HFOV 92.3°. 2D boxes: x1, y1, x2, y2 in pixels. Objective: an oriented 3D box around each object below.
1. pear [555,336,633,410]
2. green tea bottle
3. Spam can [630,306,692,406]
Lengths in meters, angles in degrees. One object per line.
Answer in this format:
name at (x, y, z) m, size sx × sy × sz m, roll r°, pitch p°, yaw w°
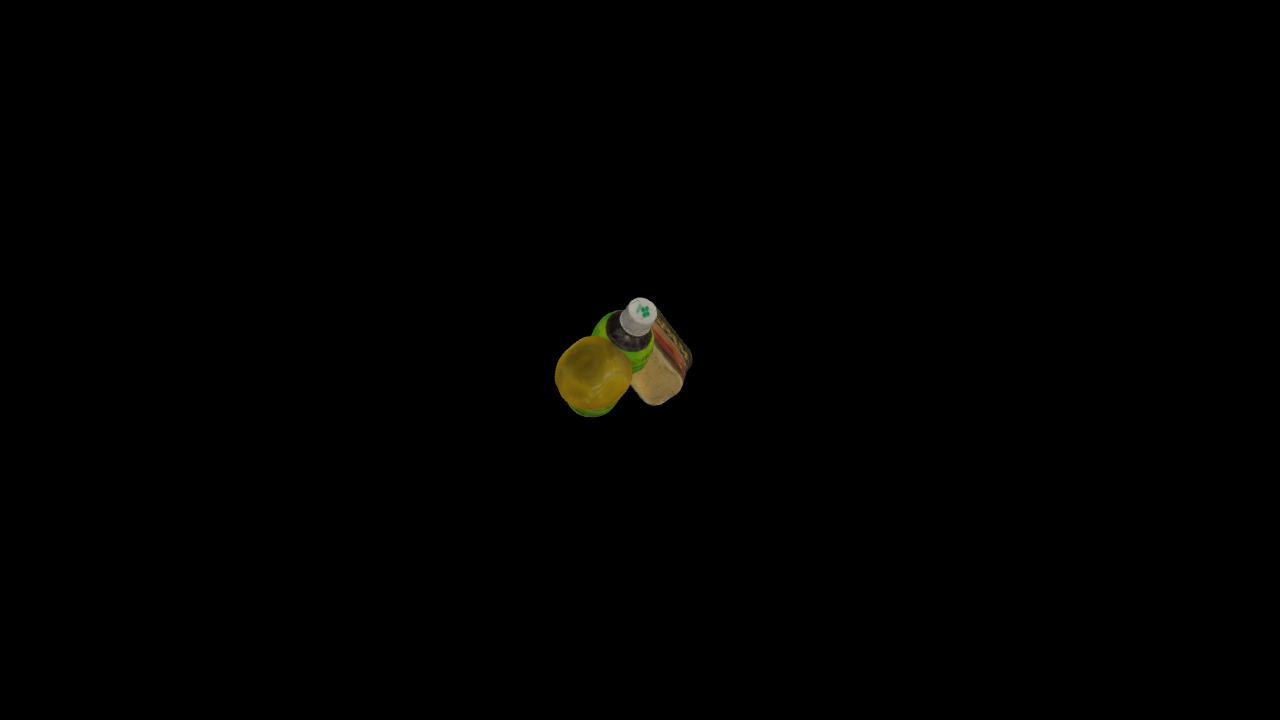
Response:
pear at (-0.043, 0.020, 0.655) m, size 0.080 × 0.080 × 0.111 m, roll 0°, pitch -14°, yaw 12°
green tea bottle at (-0.031, -0.004, 0.688) m, size 0.073 × 0.073 × 0.212 m, roll 0°, pitch -28°, yaw -20°
Spam can at (0.010, -0.008, 0.696) m, size 0.058 × 0.101 × 0.085 m, roll -35°, pitch 9°, yaw 20°
